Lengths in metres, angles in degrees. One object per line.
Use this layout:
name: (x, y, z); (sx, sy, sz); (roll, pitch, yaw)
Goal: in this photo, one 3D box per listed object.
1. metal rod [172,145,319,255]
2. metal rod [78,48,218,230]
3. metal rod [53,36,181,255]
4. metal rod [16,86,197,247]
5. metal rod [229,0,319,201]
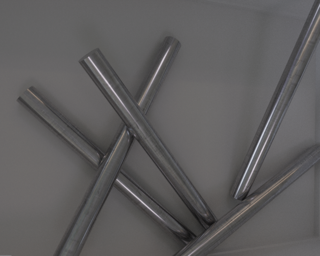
metal rod: (0.138, 0.103, 0.440); (0.302, 0.025, 0.025); (-28, 100, -26)
metal rod: (0.004, 0.038, 0.377); (0.025, 0.025, 0.299); (-42, 116, -15)
metal rod: (-0.043, 0.015, 0.372); (0.025, 0.025, 0.300); (31, 72, -18)
metal rod: (-0.052, 0.063, 0.391); (0.300, 0.025, 0.025); (45, 76, -15)
metal rod: (0.162, -0.036, 0.417); (0.025, 0.025, 0.298); (14, 105, -20)
